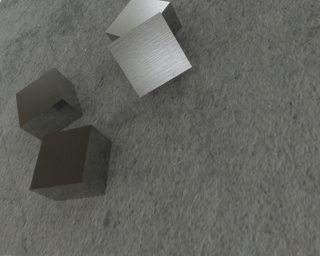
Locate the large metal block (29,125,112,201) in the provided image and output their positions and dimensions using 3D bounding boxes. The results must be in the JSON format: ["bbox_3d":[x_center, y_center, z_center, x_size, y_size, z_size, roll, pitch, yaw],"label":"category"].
[{"bbox_3d":[-0.117,0.049,0.418,0.080,0.050,0.080,-11,57,21],"label":"large metal block"}]

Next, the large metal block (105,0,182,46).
[{"bbox_3d":[-0.026,-0.159,0.497,0.080,0.050,0.080,27,76,36],"label":"large metal block"}]

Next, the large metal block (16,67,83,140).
[{"bbox_3d":[-0.181,-0.038,0.504,0.080,0.050,0.080,-32,52,7],"label":"large metal block"}]

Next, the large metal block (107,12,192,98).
[{"bbox_3d":[-0.013,-0.100,0.427,0.080,0.080,0.050,-30,13,8],"label":"large metal block"}]
